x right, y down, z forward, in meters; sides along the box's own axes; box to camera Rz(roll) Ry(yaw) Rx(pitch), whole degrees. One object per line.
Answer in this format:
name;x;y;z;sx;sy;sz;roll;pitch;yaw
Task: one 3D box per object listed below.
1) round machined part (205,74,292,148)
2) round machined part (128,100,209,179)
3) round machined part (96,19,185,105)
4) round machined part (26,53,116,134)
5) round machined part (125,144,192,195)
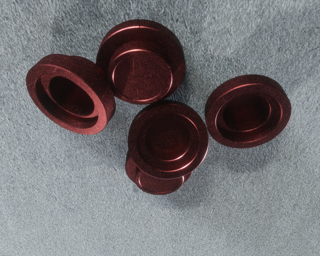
round machined part;0.104;-0.024;0.379;0.099;0.042;0.097;-1;130;0
round machined part;0.009;0.012;0.394;0.099;0.042;0.097;-1;107;-3
round machined part;-0.021;-0.065;0.341;0.099;0.042;0.097;-1;130;0
round machined part;-0.094;-0.041;0.347;0.098;0.042;0.097;15;139;14
round machined part;-0.001;0.060;0.448;0.099;0.042;0.097;-1;130;0
